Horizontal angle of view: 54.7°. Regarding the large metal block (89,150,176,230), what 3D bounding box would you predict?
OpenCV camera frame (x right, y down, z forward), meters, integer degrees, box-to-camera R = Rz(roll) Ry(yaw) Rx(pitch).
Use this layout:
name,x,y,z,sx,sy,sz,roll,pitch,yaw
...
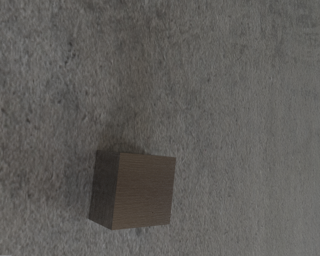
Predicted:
name,x,y,z,sx,sy,sz,roll,pitch,yaw
large metal block,-0.031,0.070,0.364,0.081,0.050,0.080,9,84,-40
